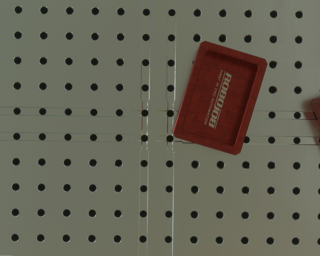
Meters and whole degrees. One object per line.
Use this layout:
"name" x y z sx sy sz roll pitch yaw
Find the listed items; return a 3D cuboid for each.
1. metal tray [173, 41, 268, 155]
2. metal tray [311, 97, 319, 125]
"metal tray" 0.077 -0.038 0.411 0.090 0.030 0.129 17 90 0
"metal tray" 0.272 0.005 0.413 0.090 0.030 0.130 -22 90 0
